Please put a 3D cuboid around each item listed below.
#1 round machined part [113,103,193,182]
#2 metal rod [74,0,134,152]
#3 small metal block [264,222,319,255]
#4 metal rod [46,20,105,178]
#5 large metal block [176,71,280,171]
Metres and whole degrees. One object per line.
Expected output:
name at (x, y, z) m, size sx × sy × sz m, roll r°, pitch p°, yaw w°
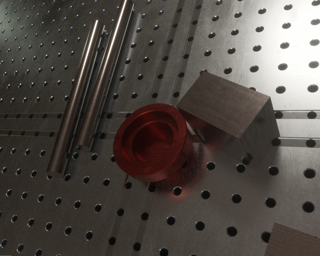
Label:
round machined part at (-0.005, 0.021, 0.386) m, size 0.098 × 0.042 × 0.098 m, roll -13°, pitch 56°, yaw 20°
metal rod at (-0.087, -0.102, 0.514) m, size 0.025 × 0.025 × 0.299 m, roll -3°, pitch 60°, yaw 26°
small metal block at (0.120, 0.118, 0.272) m, size 0.050 × 0.025 × 0.050 m, roll 13°, pitch 68°, yaw 33°
metal rod at (-0.134, -0.064, 0.515) m, size 0.025 × 0.025 × 0.299 m, roll -7°, pitch 59°, yaw 24°
large metal block at (0.076, -0.007, 0.337) m, size 0.080 × 0.080 × 0.050 m, roll 31°, pitch 79°, yaw 37°
